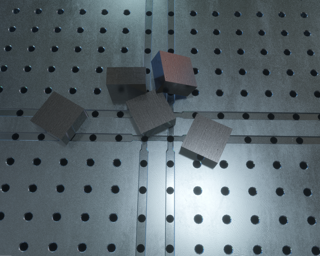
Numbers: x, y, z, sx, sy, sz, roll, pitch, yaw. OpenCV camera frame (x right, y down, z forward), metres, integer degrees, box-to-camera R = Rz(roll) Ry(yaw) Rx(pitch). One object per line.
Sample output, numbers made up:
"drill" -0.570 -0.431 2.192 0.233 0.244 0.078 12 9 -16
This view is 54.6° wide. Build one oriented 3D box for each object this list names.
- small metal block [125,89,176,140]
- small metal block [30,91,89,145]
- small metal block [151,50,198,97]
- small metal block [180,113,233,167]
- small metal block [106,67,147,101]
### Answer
"small metal block" -0.012 -0.020 0.419 0.050 0.025 0.050 -24 72 -9
"small metal block" -0.134 -0.013 0.416 0.050 0.025 0.050 30 73 10
"small metal block" 0.019 -0.074 0.425 0.050 0.025 0.050 6 60 -29
"small metal block" 0.060 0.016 0.406 0.050 0.025 0.050 25 72 8
"small metal block" -0.043 -0.059 0.420 0.050 0.050 0.025 -1 70 0
